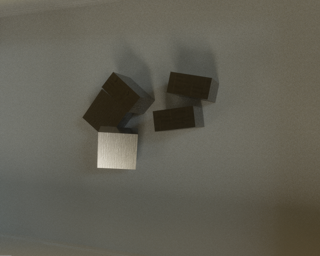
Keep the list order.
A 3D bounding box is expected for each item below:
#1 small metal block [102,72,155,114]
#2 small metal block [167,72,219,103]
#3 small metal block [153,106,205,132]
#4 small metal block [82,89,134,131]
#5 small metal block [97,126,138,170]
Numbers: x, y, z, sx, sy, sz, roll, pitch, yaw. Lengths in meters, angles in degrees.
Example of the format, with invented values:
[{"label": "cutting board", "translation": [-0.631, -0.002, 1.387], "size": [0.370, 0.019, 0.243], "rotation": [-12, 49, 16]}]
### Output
[{"label": "small metal block", "translation": [-0.041, -0.045, 0.412], "size": [0.050, 0.050, 0.025], "rotation": [43, 104, 15]}, {"label": "small metal block", "translation": [0.042, -0.050, 0.382], "size": [0.050, 0.050, 0.025], "rotation": [12, 94, 19]}, {"label": "small metal block", "translation": [0.025, -0.011, 0.388], "size": [0.050, 0.050, 0.025], "rotation": [-7, 88, 20]}, {"label": "small metal block", "translation": [-0.072, -0.019, 0.436], "size": [0.050, 0.025, 0.050], "rotation": [40, 103, 15]}, {"label": "small metal block", "translation": [-0.056, 0.026, 0.414], "size": [0.050, 0.025, 0.050], "rotation": [3, 108, -5]}]
